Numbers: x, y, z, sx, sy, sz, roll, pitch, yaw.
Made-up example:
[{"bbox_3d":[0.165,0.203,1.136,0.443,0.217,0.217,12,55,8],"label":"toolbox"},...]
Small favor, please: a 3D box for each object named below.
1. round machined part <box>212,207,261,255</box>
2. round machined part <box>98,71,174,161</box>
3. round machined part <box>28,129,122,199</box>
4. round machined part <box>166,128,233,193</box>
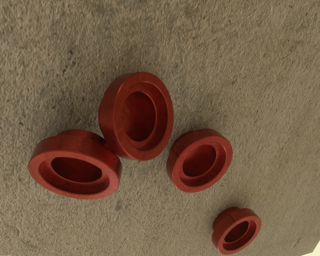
[{"bbox_3d":[0.140,0.189,0.589,0.099,0.042,0.097,-14,124,-21],"label":"round machined part"},{"bbox_3d":[-0.030,-0.013,0.352,0.099,0.042,0.097,-2,92,-51],"label":"round machined part"},{"bbox_3d":[-0.092,0.039,0.351,0.099,0.042,0.097,3,139,3],"label":"round machined part"},{"bbox_3d":[0.053,0.043,0.451,0.099,0.042,0.097,-14,124,-21],"label":"round machined part"}]
